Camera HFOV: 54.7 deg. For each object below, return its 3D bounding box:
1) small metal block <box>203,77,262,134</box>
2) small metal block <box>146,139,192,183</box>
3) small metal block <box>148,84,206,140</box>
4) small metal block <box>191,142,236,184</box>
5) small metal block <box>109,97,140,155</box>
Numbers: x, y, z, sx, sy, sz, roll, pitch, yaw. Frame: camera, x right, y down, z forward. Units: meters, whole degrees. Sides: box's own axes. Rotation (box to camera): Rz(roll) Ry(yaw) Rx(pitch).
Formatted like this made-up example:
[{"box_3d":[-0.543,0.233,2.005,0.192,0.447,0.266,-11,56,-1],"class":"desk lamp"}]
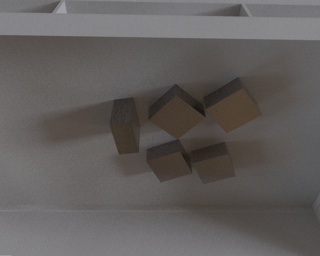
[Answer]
[{"box_3d":[0.091,-0.027,0.387,0.050,0.025,0.050,-31,124,23],"class":"small metal block"},{"box_3d":[0.014,0.048,0.451,0.050,0.025,0.050,-19,128,14],"class":"small metal block"},{"box_3d":[0.021,-0.020,0.393,0.050,0.025,0.050,34,122,-26],"class":"small metal block"},{"box_3d":[0.079,0.052,0.455,0.050,0.025,0.050,-17,129,13],"class":"small metal block"},{"box_3d":[-0.043,-0.003,0.390,0.025,0.050,0.050,-6,130,5],"class":"small metal block"}]
